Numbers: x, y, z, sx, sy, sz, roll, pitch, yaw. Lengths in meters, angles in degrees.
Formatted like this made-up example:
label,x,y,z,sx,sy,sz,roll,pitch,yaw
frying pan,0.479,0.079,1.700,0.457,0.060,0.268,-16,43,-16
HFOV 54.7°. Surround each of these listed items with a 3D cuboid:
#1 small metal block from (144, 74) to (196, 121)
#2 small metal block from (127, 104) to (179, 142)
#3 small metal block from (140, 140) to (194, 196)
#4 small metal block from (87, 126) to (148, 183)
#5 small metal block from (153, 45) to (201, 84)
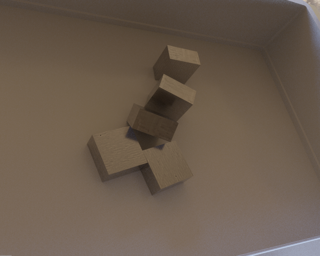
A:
label,x,y,z,sx,sy,sz,roll,pitch,yaw
small metal block,0.013,-0.039,0.422,0.050,0.050,0.025,26,53,-13
small metal block,-0.011,-0.008,0.387,0.050,0.050,0.025,21,96,-16
small metal block,0.005,0.048,0.380,0.050,0.025,0.050,-15,70,-34
small metal block,-0.050,0.029,0.362,0.050,0.025,0.050,-14,69,-34
small metal block,0.024,-0.092,0.461,0.050,0.050,0.025,5,60,-26
